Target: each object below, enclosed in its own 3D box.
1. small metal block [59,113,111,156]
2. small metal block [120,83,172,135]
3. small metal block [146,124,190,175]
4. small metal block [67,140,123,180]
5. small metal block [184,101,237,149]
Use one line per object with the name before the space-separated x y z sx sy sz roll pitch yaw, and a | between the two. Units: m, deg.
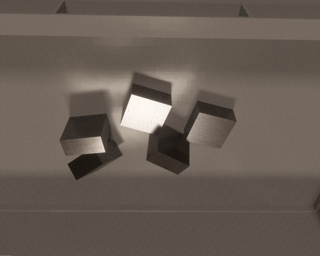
small metal block | -0.094 0.008 0.397 0.050 0.050 0.025 -6 126 4
small metal block | -0.018 -0.023 0.390 0.050 0.025 0.050 15 128 -13
small metal block | 0.012 0.027 0.414 0.050 0.050 0.025 27 133 -22
small metal block | -0.088 0.043 0.425 0.050 0.050 0.025 -32 85 24
small metal block | 0.065 -0.003 0.407 0.050 0.025 0.050 13 129 -12
